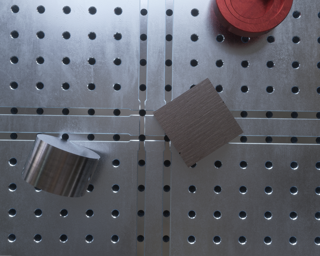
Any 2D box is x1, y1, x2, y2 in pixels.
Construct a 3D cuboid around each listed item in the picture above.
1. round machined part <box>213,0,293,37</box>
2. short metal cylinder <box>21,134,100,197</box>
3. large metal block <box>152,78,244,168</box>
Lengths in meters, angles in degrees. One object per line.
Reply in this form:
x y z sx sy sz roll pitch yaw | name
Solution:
0.118 -0.167 0.406 0.099 0.042 0.097 0 90 -1 | round machined part
-0.122 0.046 0.384 0.080 0.080 0.050 22 90 -1 | short metal cylinder
0.046 -0.007 0.402 0.080 0.050 0.080 -33 90 0 | large metal block
